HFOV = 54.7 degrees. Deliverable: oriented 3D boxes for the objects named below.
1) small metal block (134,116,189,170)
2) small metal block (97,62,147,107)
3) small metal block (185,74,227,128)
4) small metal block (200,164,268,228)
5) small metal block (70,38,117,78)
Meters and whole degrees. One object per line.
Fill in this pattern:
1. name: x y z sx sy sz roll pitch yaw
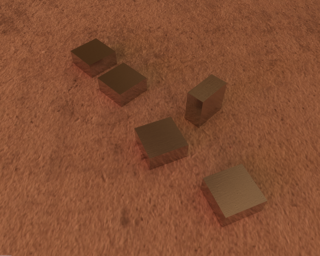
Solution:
1. small metal block: 0.001 0.018 0.388 0.050 0.025 0.050 -18 53 -15
2. small metal block: -0.055 -0.065 0.457 0.050 0.025 0.050 37 59 26
3. small metal block: 0.061 -0.036 0.418 0.025 0.050 0.050 36 59 26
4. small metal block: 0.080 0.074 0.342 0.050 0.025 0.050 -17 52 -14
5. small metal block: -0.106 -0.113 0.497 0.050 0.025 0.050 -37 59 -27
